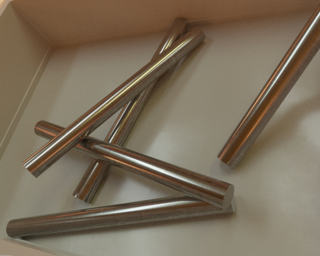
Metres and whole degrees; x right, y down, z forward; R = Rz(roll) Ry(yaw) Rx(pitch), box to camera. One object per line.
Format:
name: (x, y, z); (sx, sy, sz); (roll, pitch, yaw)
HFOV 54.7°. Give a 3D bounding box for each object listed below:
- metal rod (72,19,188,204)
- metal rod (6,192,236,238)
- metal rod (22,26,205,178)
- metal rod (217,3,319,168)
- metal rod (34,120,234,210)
metal rod: (-0.035, -0.035, 0.443); (0.025, 0.025, 0.300); (16, 70, 34)
metal rod: (-0.062, 0.106, 0.371); (0.301, 0.025, 0.025); (-13, 57, 20)
metal rod: (-0.048, -0.045, 0.414); (0.301, 0.025, 0.025); (-42, 50, -18)
metal rod: (0.149, -0.087, 0.309); (0.025, 0.025, 0.298); (43, 108, 38)
metal rod: (-0.055, 0.033, 0.379); (0.300, 0.025, 0.025); (15, 70, 33)
